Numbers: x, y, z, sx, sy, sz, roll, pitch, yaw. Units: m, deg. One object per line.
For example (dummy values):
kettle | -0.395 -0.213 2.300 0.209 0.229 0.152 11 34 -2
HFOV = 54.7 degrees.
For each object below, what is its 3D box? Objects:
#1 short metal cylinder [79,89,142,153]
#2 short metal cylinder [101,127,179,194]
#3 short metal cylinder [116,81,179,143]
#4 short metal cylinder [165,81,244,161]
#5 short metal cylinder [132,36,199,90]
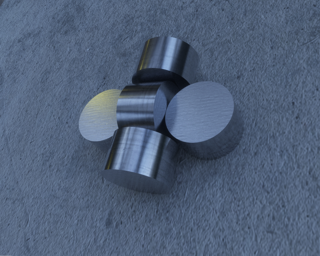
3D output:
short metal cylinder | -0.063 -0.006 0.427 0.080 0.050 0.080 -13 56 20
short metal cylinder | -0.022 0.040 0.358 0.080 0.080 0.050 0 61 28
short metal cylinder | -0.010 -0.018 0.387 0.050 0.080 0.080 0 62 29
short metal cylinder | 0.053 -0.008 0.366 0.080 0.050 0.080 -13 56 21
short metal cylinder | 0.008 -0.075 0.413 0.080 0.080 0.050 0 62 28
